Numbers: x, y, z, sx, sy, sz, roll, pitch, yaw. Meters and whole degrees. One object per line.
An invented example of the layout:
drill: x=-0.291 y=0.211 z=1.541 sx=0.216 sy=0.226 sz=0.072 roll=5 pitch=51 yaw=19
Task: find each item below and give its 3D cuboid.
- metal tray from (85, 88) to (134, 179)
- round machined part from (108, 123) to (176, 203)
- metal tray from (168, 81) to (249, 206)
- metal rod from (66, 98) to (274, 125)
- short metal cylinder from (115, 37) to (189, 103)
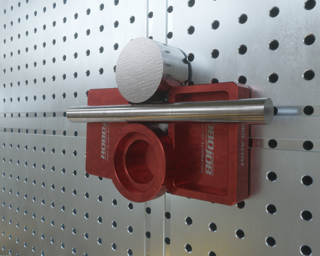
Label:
metal tray: x=-0.069 y=0.007 z=0.456 sx=0.090 sy=0.030 sz=0.129 roll=4 pitch=92 yaw=40
round machined part: x=-0.018 y=0.043 z=0.396 sx=0.098 sy=0.042 sz=0.097 roll=0 pitch=90 yaw=40
metal tray: x=0.053 y=0.016 z=0.357 sx=0.090 sy=0.030 sz=0.129 roll=1 pitch=91 yaw=40
metal rod: x=-0.016 y=-0.018 z=0.378 sx=0.300 sy=0.025 sz=0.025 roll=1 pitch=91 yaw=39
short metal cylinder: x=-0.011 y=-0.071 z=0.397 sx=0.080 sy=0.050 sz=0.079 roll=0 pitch=90 yaw=40
